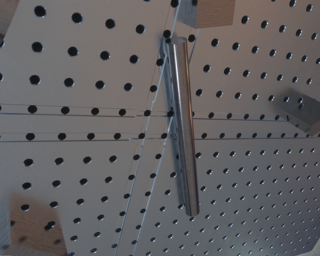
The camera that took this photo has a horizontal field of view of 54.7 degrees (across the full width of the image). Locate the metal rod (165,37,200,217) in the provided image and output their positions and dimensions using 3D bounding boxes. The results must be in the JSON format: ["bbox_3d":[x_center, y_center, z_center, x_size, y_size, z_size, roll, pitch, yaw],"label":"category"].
[{"bbox_3d":[0.037,0.020,0.443,0.025,0.025,0.298,-20,126,-16],"label":"metal rod"}]

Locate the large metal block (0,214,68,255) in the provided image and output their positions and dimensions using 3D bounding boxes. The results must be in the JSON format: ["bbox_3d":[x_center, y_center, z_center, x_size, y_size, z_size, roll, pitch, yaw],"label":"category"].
[{"bbox_3d":[-0.181,0.168,0.400,0.080,0.050,0.080,-48,129,6],"label":"large metal block"}]

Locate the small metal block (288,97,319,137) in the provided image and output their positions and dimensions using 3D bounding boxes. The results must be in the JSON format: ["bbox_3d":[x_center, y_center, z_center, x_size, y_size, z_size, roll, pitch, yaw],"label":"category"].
[{"bbox_3d":[0.255,-0.019,0.522,0.050,0.050,0.025,-33,129,-7],"label":"small metal block"}]

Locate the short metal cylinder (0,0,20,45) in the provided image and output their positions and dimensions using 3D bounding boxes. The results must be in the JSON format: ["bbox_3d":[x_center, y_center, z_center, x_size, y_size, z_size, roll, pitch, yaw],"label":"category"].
[{"bbox_3d":[-0.139,-0.105,0.234,0.050,0.080,0.080,20,108,-36],"label":"short metal cylinder"}]

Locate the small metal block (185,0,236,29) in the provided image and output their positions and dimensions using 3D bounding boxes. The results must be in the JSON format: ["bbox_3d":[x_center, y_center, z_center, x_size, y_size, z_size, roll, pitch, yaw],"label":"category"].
[{"bbox_3d":[0.058,-0.144,0.354,0.050,0.025,0.050,-13,124,-21],"label":"small metal block"}]
